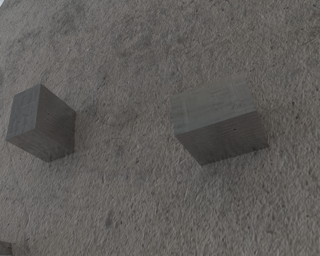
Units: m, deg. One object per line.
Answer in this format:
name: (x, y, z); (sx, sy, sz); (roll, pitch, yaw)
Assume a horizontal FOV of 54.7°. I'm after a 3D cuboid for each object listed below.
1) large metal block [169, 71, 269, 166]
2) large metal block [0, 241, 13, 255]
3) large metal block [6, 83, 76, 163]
large metal block: (0.066, -0.006, 0.338); (0.080, 0.080, 0.050); (-18, 55, 18)
large metal block: (-0.233, 0.198, 0.389); (0.080, 0.050, 0.080); (-36, 51, 4)
large metal block: (-0.173, -0.005, 0.463); (0.050, 0.080, 0.080); (-20, 54, 16)
